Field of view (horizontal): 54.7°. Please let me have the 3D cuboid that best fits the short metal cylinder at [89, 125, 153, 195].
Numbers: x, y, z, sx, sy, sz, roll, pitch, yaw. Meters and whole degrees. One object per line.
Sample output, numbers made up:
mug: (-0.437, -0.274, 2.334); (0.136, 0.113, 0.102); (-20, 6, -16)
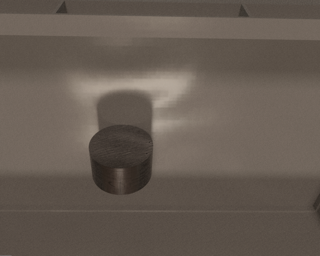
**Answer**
short metal cylinder: (-0.050, 0.040, 0.407); (0.081, 0.080, 0.050); (2, 130, -2)
